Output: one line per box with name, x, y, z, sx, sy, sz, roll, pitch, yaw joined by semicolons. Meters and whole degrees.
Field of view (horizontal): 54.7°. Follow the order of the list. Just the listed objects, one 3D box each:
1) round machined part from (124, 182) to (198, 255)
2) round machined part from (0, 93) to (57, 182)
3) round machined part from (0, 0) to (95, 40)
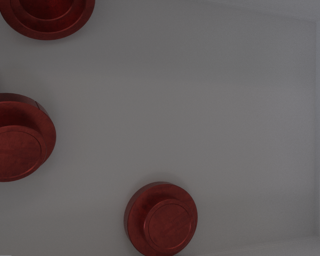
round machined part;0.006;0.122;0.404;0.099;0.042;0.097;0;90;-20
round machined part;-0.157;0.017;0.319;0.099;0.042;0.097;-19;130;-24
round machined part;-0.124;-0.147;0.336;0.099;0.097;0.042;-17;61;-19
